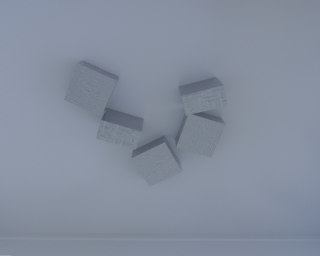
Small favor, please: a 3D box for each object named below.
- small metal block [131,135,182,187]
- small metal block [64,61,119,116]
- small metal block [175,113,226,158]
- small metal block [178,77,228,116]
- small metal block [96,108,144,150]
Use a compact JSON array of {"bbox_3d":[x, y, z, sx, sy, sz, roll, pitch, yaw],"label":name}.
[{"bbox_3d":[-0.004,0.046,0.428,0.050,0.025,0.050,-27,108,9],"label":"small metal block"},{"bbox_3d":[-0.086,-0.050,0.392,0.050,0.025,0.050,24,108,-9],"label":"small metal block"},{"bbox_3d":[0.053,0.006,0.414,0.050,0.025,0.050,16,109,-7],"label":"small metal block"},{"bbox_3d":[0.052,-0.040,0.384,0.050,0.050,0.025,-14,110,4],"label":"small metal block"},{"bbox_3d":[-0.050,0.000,0.397,0.050,0.050,0.025,17,109,-7],"label":"small metal block"}]
